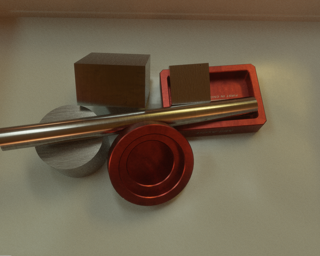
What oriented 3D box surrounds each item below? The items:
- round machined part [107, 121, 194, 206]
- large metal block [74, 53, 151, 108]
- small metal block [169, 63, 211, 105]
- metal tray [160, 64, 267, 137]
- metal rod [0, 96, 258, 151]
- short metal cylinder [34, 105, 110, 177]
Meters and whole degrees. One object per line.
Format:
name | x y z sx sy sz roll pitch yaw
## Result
round machined part | -0.013 0.039 0.368 0.099 0.042 0.097 -4 104 -14
large metal block | -0.055 -0.063 0.393 0.081 0.080 0.050 2 112 1
small metal block | 0.038 -0.057 0.407 0.050 0.025 0.050 -5 96 -2
metal tray | 0.068 -0.037 0.419 0.131 0.030 0.090 -4 70 -2
metal rod | -0.023 -0.009 0.367 0.302 0.025 0.025 -8 70 -15
short metal cylinder | -0.107 0.017 0.386 0.081 0.050 0.080 0 70 0
